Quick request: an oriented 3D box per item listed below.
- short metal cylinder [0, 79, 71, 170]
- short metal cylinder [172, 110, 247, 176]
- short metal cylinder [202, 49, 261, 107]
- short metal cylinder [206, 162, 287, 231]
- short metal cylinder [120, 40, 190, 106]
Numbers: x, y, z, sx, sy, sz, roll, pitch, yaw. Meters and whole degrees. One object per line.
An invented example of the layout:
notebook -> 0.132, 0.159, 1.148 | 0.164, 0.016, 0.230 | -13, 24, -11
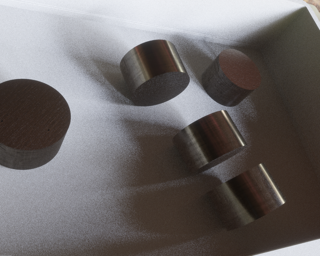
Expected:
short metal cylinder -> -0.138, -0.003, 0.318 | 0.081, 0.050, 0.080 | 14, 56, -21
short metal cylinder -> 0.063, 0.020, 0.394 | 0.081, 0.080, 0.050 | -16, 71, -35
short metal cylinder -> 0.116, -0.081, 0.504 | 0.081, 0.050, 0.080 | 14, 56, -21
short metal cylinder -> 0.104, 0.083, 0.378 | 0.081, 0.080, 0.050 | -17, 71, -35
short metal cylinder -> -0.007, -0.071, 0.411 | 0.081, 0.080, 0.050 | -9, 66, -32
